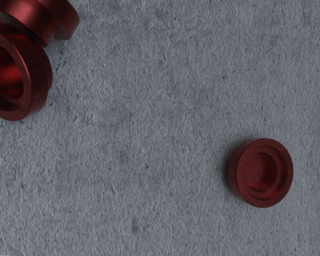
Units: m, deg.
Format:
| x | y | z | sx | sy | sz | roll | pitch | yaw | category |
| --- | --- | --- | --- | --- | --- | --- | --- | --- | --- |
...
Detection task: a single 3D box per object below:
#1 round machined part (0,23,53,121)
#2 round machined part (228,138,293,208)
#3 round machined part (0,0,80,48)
| x | y | z | sx | sy | sz | roll | pitch | yaw | category |
| --- | --- | --- | --- | --- | --- | --- | --- | --- | --- |
| -0.153 | -0.060 | 0.324 | 0.042 | 0.098 | 0.098 | -39 | 106 | -52 | round machined part |
| 0.141 | 0.063 | 0.452 | 0.099 | 0.042 | 0.097 | 0 | 90 | -20 | round machined part |
| -0.138 | -0.120 | 0.319 | 0.098 | 0.098 | 0.042 | 30 | 80 | -18 | round machined part |
